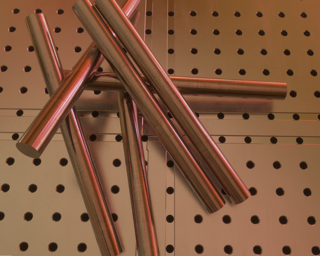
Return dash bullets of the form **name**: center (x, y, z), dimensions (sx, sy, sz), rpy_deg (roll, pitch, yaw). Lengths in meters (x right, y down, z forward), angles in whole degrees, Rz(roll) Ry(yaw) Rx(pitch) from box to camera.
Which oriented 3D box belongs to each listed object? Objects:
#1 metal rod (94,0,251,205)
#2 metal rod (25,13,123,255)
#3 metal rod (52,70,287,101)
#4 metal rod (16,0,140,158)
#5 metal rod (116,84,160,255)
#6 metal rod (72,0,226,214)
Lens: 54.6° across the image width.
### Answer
- **metal rod**: center (0.015, -0.036, 0.382), dimensions (0.025, 0.025, 0.299), rpy_deg (-35, 90, -12)
- **metal rod**: center (-0.104, 0.006, 0.371), dimensions (0.025, 0.025, 0.299), rpy_deg (-19, 86, -7)
- **metal rod**: center (0.015, -0.056, 0.409), dimensions (0.302, 0.025, 0.025), rpy_deg (3, 70, -3)
- **metal rod**: center (-0.085, -0.088, 0.393), dimensions (0.025, 0.025, 0.300), rpy_deg (16, 52, 6)
- **metal rod**: center (-0.029, 0.060, 0.389), dimensions (0.025, 0.025, 0.299), rpy_deg (-9, 70, -3)
- **metal rod**: center (-0.014, -0.028, 0.380), dimensions (0.025, 0.025, 0.299), rpy_deg (-34, 89, -11)
